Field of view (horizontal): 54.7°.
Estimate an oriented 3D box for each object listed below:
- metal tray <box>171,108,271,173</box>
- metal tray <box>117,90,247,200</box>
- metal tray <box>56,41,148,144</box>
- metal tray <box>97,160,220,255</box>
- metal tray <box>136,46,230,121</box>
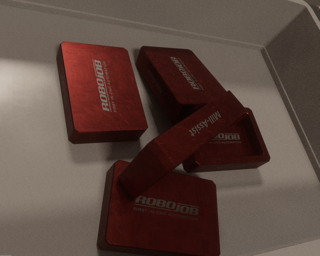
[{"bbox_3d":[0.087,0.014,0.442,0.131,0.030,0.090,1,61,-28],"label":"metal tray"},{"bbox_3d":[0.025,0.016,0.329,0.131,0.090,0.030,-32,80,-38],"label":"metal tray"},{"bbox_3d":[-0.075,-0.046,0.391,0.091,0.030,0.130,-2,63,-29],"label":"metal tray"},{"bbox_3d":[0.002,0.094,0.348,0.131,0.030,0.090,15,55,-20],"label":"metal tray"},{"bbox_3d":[0.032,-0.066,0.437,0.091,0.030,0.130,-5,46,-31],"label":"metal tray"}]
